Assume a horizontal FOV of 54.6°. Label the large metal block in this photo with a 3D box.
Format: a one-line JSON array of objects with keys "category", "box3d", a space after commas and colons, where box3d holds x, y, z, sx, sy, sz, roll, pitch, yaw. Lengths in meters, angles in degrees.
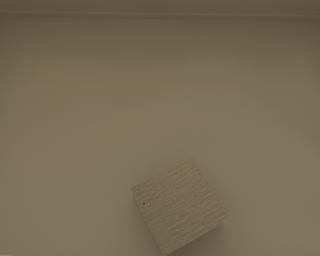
[{"category": "large metal block", "box3d": [0.021, 0.091, 0.363, 0.080, 0.050, 0.080, -26, 72, -9]}]
